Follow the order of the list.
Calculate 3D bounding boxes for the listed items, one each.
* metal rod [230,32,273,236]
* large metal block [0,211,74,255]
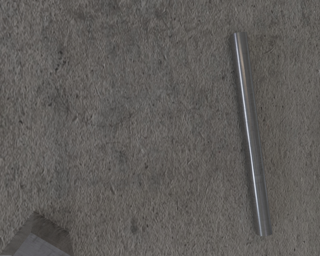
[{"bbox_3d":[0.135,0.011,0.459,0.025,0.025,0.298,-9,93,-20],"label":"metal rod"},{"bbox_3d":[-0.140,0.145,0.329,0.050,0.080,0.080,39,78,-16],"label":"large metal block"}]
